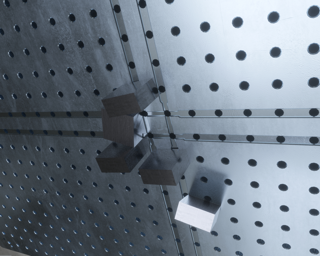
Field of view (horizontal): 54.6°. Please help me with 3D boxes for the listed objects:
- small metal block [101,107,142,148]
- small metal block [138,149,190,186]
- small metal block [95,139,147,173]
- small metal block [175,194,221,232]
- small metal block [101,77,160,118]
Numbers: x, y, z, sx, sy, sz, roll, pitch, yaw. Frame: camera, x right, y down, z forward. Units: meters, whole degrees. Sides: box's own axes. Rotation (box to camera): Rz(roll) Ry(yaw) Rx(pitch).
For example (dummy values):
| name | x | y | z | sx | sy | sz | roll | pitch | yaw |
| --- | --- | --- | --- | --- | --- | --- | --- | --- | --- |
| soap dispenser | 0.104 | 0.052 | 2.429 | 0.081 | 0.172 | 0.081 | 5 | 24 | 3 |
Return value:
| name | x | y | z | sx | sy | sz | roll | pitch | yaw |
| --- | --- | --- | --- | --- | --- | --- | --- | --- | --- |
| small metal block | -0.053 | -0.006 | 0.436 | 0.050 | 0.025 | 0.050 | 15 | 125 | 19 |
| small metal block | 0.007 | 0.053 | 0.425 | 0.050 | 0.050 | 0.025 | -3 | 117 | 29 |
| small metal block | -0.056 | 0.040 | 0.450 | 0.050 | 0.050 | 0.025 | -4 | 116 | 30 |
| small metal block | 0.054 | 0.118 | 0.436 | 0.050 | 0.050 | 0.025 | 16 | 95 | 19 |
| small metal block | -0.036 | -0.039 | 0.391 | 0.050 | 0.050 | 0.025 | -8 | 114 | 32 |
